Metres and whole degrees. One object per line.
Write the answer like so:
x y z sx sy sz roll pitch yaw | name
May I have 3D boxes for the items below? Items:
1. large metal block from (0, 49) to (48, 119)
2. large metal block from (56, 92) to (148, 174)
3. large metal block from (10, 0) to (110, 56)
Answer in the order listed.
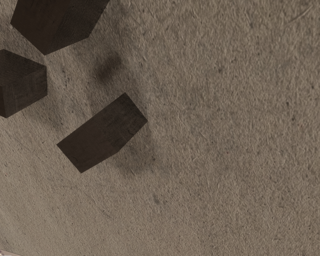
-0.223 -0.067 0.445 0.080 0.080 0.050 23 127 14 | large metal block
-0.076 0.006 0.413 0.080 0.080 0.050 -30 102 37 | large metal block
-0.104 -0.136 0.340 0.050 0.080 0.080 44 129 -2 | large metal block
